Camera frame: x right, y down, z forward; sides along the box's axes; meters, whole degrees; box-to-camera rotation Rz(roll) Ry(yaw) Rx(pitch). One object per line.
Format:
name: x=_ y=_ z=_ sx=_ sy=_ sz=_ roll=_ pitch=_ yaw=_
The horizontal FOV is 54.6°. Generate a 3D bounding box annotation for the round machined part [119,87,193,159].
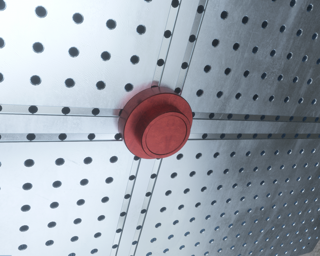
round machined part: x=0.000 y=0.000 z=0.400 sx=0.099 sy=0.042 sz=0.097 roll=-14 pitch=124 yaw=-21
